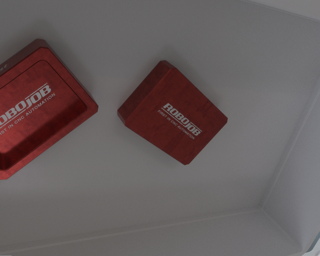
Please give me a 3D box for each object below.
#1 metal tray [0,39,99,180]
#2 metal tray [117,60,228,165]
[{"bbox_3d":[-0.142,-0.016,0.317,0.130,0.030,0.090,-37,129,-3],"label":"metal tray"},{"bbox_3d":[0.021,-0.015,0.408,0.090,0.030,0.130,-49,129,6],"label":"metal tray"}]
